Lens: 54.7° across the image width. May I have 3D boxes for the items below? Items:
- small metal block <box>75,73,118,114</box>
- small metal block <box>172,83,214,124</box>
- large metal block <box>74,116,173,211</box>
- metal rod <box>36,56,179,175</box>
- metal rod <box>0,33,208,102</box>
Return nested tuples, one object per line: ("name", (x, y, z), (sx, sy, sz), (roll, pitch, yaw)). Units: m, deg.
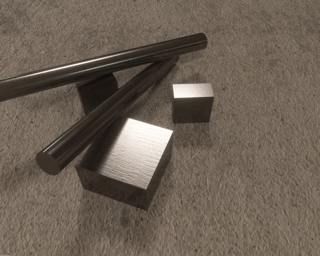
("small metal block", (-0.084, -0.046, 0.424), (0.050, 0.050, 0.025), (-20, 53, -16))
("small metal block", (0.042, -0.032, 0.415), (0.050, 0.050, 0.025), (-2, 50, -2))
("large metal block", (-0.037, 0.037, 0.356), (0.080, 0.050, 0.080), (16, 52, 13))
("metal rod", (-0.039, -0.043, 0.386), (0.025, 0.025, 0.301), (19, 36, 15))
("metal rod", (-0.061, -0.087, 0.410), (0.302, 0.025, 0.025), (-21, 53, -26))
